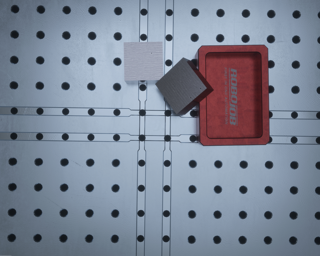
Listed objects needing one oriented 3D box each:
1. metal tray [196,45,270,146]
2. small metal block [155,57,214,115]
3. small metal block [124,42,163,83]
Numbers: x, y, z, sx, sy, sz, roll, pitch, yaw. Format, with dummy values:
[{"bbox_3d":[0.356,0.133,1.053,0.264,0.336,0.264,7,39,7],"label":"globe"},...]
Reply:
[{"bbox_3d":[0.095,-0.042,0.412,0.091,0.030,0.129,-1,90,-1],"label":"metal tray"},{"bbox_3d":[0.031,-0.052,0.392,0.050,0.025,0.050,-41,72,23],"label":"small metal block"},{"bbox_3d":[-0.021,-0.087,0.413,0.050,0.025,0.050,-1,90,-1],"label":"small metal block"}]
